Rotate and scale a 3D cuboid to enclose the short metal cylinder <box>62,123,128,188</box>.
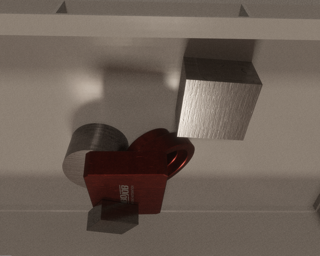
[{"bbox_3d":[-0.086,0.040,0.423,0.081,0.050,0.079,1,132,1],"label":"short metal cylinder"}]

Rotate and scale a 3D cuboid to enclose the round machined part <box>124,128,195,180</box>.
[{"bbox_3d":[-0.006,0.038,0.410,0.099,0.042,0.098,-28,152,-16],"label":"round machined part"}]

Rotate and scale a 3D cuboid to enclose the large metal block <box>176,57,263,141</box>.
[{"bbox_3d":[0.064,-0.033,0.365,0.081,0.050,0.079,3,130,-4],"label":"large metal block"}]

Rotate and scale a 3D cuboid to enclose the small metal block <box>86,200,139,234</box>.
[{"bbox_3d":[-0.062,0.117,0.403,0.050,0.025,0.050,16,142,-26],"label":"small metal block"}]

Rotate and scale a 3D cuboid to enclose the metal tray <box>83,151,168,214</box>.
[{"bbox_3d":[-0.041,0.074,0.390,0.091,0.030,0.129,0,146,-5],"label":"metal tray"}]
